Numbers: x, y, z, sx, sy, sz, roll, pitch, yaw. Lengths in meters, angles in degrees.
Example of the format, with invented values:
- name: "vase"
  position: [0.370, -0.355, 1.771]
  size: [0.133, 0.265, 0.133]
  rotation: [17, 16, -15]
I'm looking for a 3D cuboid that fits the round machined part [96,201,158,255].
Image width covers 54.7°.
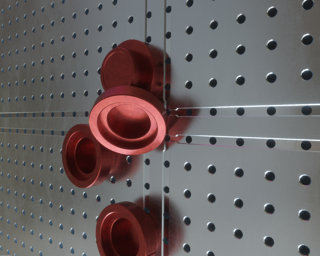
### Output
- name: "round machined part"
  position: [-0.041, 0.151, 0.430]
  size: [0.098, 0.042, 0.097]
  rotation: [0, 90, 39]

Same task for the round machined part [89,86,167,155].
- name: "round machined part"
  position: [-0.039, -0.014, 0.405]
  size: [0.098, 0.098, 0.042]
  rotation: [-41, 24, 32]

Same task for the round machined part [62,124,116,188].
- name: "round machined part"
  position: [-0.107, 0.042, 0.484]
  size: [0.098, 0.042, 0.097]
  rotation: [0, 90, 39]

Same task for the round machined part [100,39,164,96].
- name: "round machined part"
  position: [-0.046, -0.075, 0.434]
  size: [0.098, 0.042, 0.097]
  rotation: [0, 90, 39]
